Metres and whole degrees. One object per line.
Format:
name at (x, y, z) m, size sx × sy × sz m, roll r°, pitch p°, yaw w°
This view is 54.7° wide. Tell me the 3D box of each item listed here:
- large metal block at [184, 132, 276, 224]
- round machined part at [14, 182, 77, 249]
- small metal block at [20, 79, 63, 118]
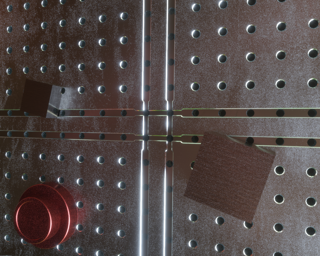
large metal block at (0.084, 0.054, 0.370) m, size 0.080 × 0.050 × 0.080 m, roll 19°, pitch 96°, yaw 19°
round machined part at (-0.178, 0.134, 0.467) m, size 0.098 × 0.042 × 0.097 m, roll 0°, pitch 90°, yaw 20°
small metal block at (-0.182, -0.045, 0.477) m, size 0.050 × 0.025 × 0.050 m, roll 15°, pitch 95°, yaw 19°
